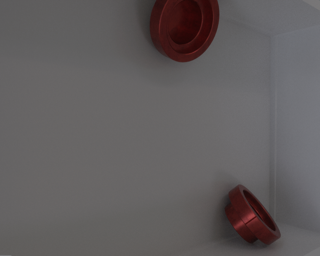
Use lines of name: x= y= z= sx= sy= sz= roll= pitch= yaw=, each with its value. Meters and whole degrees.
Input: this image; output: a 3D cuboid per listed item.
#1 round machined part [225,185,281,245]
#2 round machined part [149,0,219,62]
round machined part: x=0.141 y=0.141 z=0.490 sx=0.042 sy=0.098 sz=0.098 roll=-42 pitch=125 yaw=15
round machined part: x=0.027 y=-0.138 z=0.402 sx=0.099 sy=0.042 sz=0.097 roll=-21 pitch=128 yaw=-29
